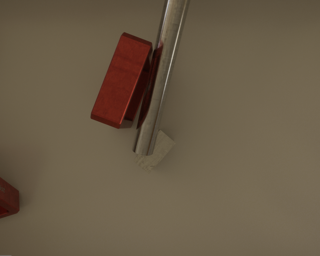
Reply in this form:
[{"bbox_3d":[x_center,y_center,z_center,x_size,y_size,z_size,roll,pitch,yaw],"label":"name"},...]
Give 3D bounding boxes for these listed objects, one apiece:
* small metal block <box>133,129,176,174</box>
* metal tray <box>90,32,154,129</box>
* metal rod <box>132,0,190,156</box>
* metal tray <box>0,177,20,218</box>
[{"bbox_3d":[-0.007,0.029,0.399,0.025,0.050,0.050,41,90,-1],"label":"small metal block"},{"bbox_3d":[-0.037,-0.046,0.358,0.030,0.130,0.090,21,90,0],"label":"metal tray"},{"bbox_3d":[0.013,-0.111,0.317,0.025,0.025,0.298,14,108,-1],"label":"metal rod"},{"bbox_3d":[-0.236,0.077,0.356,0.091,0.129,0.030,-17,57,-4],"label":"metal tray"}]
